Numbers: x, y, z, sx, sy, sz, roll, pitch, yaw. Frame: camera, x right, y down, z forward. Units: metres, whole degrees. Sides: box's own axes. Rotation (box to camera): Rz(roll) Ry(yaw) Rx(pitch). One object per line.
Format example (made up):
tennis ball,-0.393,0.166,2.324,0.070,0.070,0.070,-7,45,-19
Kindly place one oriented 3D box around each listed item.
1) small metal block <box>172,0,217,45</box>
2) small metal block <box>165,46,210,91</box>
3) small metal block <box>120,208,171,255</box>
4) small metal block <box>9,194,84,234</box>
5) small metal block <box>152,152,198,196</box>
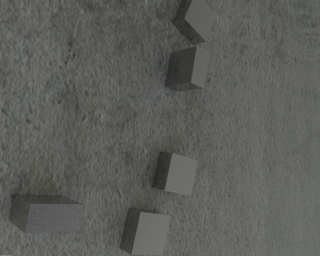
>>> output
small metal block,0.051,-0.158,0.449,0.050,0.025,0.050,35,69,-35
small metal block,0.036,-0.079,0.421,0.025,0.050,0.050,17,80,-39
small metal block,-0.018,0.131,0.392,0.050,0.025,0.050,20,78,-39
small metal block,-0.110,0.081,0.298,0.050,0.050,0.025,13,82,-40
small metal block,0.022,0.063,0.425,0.050,0.025,0.050,20,77,-39
